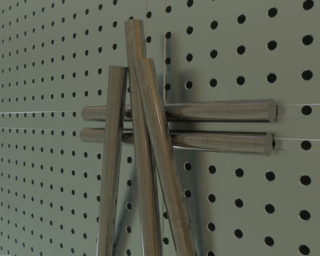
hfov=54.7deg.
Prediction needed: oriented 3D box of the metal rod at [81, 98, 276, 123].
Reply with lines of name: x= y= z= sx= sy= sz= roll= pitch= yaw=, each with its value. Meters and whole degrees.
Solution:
metal rod: x=-0.002 y=-0.020 z=0.410 sx=0.300 sy=0.025 sz=0.025 roll=1 pitch=91 yaw=39

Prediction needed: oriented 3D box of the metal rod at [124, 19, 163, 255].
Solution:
metal rod: x=-0.021 y=0.011 z=0.393 sx=0.025 sy=0.025 sz=0.298 roll=-8 pitch=85 yaw=39

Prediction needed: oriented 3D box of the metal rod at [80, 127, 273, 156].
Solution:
metal rod: x=-0.005 y=0.014 z=0.412 sx=0.300 sy=0.025 sz=0.025 roll=1 pitch=91 yaw=39

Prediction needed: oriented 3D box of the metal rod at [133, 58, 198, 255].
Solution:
metal rod: x=0.012 y=0.065 z=0.373 sx=0.025 sy=0.025 sz=0.298 roll=-14 pitch=89 yaw=39

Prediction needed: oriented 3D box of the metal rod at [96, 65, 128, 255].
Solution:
metal rod: x=-0.070 y=0.062 z=0.441 sx=0.025 sy=0.025 sz=0.298 roll=18 pitch=108 yaw=38
